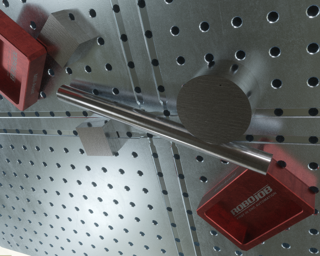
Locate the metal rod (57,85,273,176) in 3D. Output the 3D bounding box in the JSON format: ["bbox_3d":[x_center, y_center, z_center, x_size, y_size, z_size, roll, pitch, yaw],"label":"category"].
[{"bbox_3d":[-0.011,-0.006,0.395,0.301,0.025,0.025,19,126,23],"label":"metal rod"}]

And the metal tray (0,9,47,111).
[{"bbox_3d":[-0.216,-0.093,0.447,0.090,0.030,0.129,41,141,0],"label":"metal tray"}]

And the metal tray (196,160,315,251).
[{"bbox_3d":[0.120,0.100,0.406,0.090,0.030,0.129,39,129,1],"label":"metal tray"}]

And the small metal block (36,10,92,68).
[{"bbox_3d":[-0.127,-0.116,0.406,0.050,0.025,0.050,47,129,-5],"label":"small metal block"}]

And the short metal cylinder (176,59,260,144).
[{"bbox_3d":[0.065,-0.030,0.342,0.080,0.050,0.079,13,124,21],"label":"short metal cylinder"}]

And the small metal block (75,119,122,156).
[{"bbox_3d":[-0.092,0.015,0.469,0.050,0.025,0.050,-2,118,29],"label":"small metal block"}]
